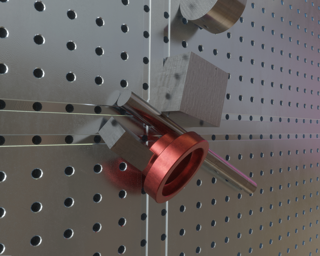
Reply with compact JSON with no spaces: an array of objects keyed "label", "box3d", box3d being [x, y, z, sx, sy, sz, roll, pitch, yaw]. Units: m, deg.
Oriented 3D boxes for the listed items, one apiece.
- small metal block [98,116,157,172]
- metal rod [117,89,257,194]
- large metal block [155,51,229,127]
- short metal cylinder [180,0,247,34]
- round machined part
[{"label":"small metal block","box3d":[-0.039,0.018,0.359,0.025,0.050,0.050,-50,123,0]},{"label":"metal rod","box3d":[0.058,0.034,0.460,0.301,0.025,0.025,35,68,-35]},{"label":"large metal block","box3d":[0.045,-0.050,0.433,0.080,0.050,0.080,19,78,-39]},{"label":"short metal cylinder","box3d":[0.075,-0.181,0.438,0.050,0.080,0.080,14,81,-40]},{"label":"round machined part","box3d":[0.014,0.044,0.392,0.099,0.042,0.097,-39,152,-25]}]
